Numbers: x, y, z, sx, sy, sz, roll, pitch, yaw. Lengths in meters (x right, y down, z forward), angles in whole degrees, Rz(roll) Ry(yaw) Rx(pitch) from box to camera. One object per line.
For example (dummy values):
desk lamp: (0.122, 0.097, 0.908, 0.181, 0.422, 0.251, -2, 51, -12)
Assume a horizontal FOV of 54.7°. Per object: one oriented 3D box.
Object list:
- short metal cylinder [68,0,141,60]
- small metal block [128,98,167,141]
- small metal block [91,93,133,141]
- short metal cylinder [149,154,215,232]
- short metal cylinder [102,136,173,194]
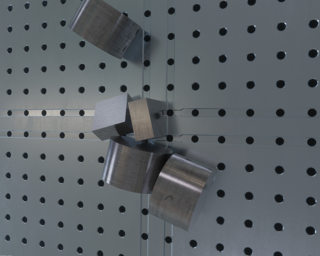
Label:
short metal cylinder: (-0.072, -0.134, 0.409, 0.080, 0.080, 0.050, 37, 102, 16)
small metal block: (-0.015, -0.010, 0.405, 0.025, 0.050, 0.050, -13, 86, 19)
small metal block: (-0.062, -0.015, 0.422, 0.050, 0.025, 0.050, -15, 50, 19)
short metal cylinder: (0.028, 0.077, 0.373, 0.050, 0.080, 0.080, 21, 97, 18)
short metal cylinder: (-0.029, 0.045, 0.393, 0.080, 0.080, 0.050, 16, 97, 19)
